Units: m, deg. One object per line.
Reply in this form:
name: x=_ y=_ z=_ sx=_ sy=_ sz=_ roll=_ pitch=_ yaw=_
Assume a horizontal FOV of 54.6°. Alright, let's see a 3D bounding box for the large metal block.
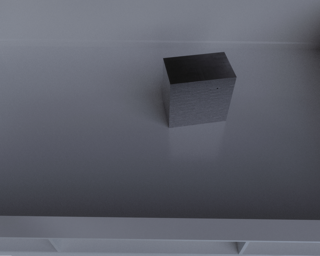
large metal block: x=0.048 y=-0.049 z=0.411 sx=0.080 sy=0.080 sz=0.050 roll=-7 pitch=51 yaw=-6
